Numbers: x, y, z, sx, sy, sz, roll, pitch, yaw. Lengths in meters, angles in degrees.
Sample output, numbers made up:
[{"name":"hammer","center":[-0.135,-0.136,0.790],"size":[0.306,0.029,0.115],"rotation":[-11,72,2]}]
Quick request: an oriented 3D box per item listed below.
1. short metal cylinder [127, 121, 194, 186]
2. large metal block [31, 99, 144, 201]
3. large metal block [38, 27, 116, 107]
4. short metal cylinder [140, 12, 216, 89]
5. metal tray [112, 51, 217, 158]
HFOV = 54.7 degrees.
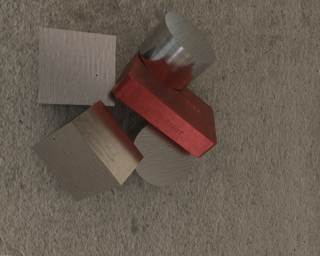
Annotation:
[{"name":"short metal cylinder","center":[-0.003,0.030,0.397],"size":[0.081,0.050,0.080],"rotation":[0,90,-20]},{"name":"large metal block","center":[-0.080,0.027,0.344],"size":[0.080,0.080,0.050],"rotation":[55,38,-12]},{"name":"large metal block","center":[-0.097,-0.065,0.359],"size":[0.081,0.050,0.080],"rotation":[1,90,-20]},{"name":"short metal cylinder","center":[0.022,-0.095,0.384],"size":[0.080,0.050,0.080],"rotation":[28,41,-27]},{"name":"metal tray","center":[0.011,-0.031,0.381],"size":[0.130,0.090,0.030],"rotation":[37,118,-16]}]
